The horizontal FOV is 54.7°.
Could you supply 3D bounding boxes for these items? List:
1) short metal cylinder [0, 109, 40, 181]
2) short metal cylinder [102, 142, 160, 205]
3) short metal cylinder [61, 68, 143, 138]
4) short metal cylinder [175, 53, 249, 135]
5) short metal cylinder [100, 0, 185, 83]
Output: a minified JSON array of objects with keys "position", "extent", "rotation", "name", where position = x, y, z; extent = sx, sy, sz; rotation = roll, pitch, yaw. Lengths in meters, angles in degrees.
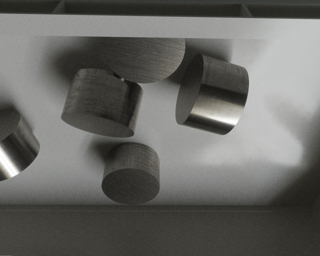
[{"position":[-0.201,0.020,0.387],"extent":[0.080,0.080,0.050],"rotation":[-10,130,8],"name":"short metal cylinder"},{"position":[-0.041,0.067,0.449],"extent":[0.081,0.050,0.079],"rotation":[0,130,0],"name":"short metal cylinder"},{"position":[-0.063,-0.025,0.346],"extent":[0.080,0.050,0.080],"rotation":[10,164,3],"name":"short metal cylinder"},{"position":[0.055,-0.036,0.343],"extent":[0.050,0.080,0.079],"rotation":[14,129,-12],"name":"short metal cylinder"},{"position":[-0.016,-0.092,0.314],"extent":[0.081,0.050,0.079],"rotation":[-1,130,0],"name":"short metal cylinder"}]
